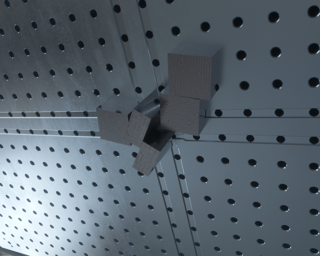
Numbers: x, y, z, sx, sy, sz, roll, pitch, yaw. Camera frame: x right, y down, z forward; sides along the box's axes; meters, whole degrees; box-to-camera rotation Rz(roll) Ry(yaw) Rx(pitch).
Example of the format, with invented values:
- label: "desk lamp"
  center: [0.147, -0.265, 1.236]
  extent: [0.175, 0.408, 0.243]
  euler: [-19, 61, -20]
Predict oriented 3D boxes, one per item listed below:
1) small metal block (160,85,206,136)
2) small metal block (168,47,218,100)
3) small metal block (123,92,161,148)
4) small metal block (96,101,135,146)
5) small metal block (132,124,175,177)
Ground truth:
- label: "small metal block"
  center: [0.028, -0.022, 0.383]
  extent: [0.050, 0.025, 0.050]
  euler: [12, 124, 22]
- label: "small metal block"
  center: [0.038, -0.063, 0.353]
  extent: [0.050, 0.025, 0.050]
  euler: [11, 123, 22]
- label: "small metal block"
  center: [-0.018, -0.010, 0.399]
  extent: [0.025, 0.050, 0.050]
  euler: [30, 128, 9]
- label: "small metal block"
  center: [-0.059, -0.007, 0.439]
  extent: [0.050, 0.025, 0.050]
  euler: [12, 124, 22]
- label: "small metal block"
  center: [-0.008, 0.029, 0.418]
  extent: [0.025, 0.050, 0.050]
  euler: [31, 128, 8]
